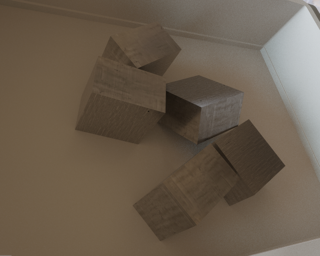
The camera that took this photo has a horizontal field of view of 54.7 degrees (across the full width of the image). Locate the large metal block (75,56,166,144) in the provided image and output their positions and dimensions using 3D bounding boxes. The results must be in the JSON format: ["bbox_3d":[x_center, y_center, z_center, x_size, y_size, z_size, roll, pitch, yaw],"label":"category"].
[{"bbox_3d":[-0.047,-0.028,0.363,0.081,0.080,0.050,15,56,-21],"label":"large metal block"}]

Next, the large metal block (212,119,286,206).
[{"bbox_3d":[0.109,0.046,0.423,0.081,0.050,0.080,-27,77,-37],"label":"large metal block"}]

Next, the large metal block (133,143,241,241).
[{"bbox_3d":[0.028,0.072,0.343,0.081,0.080,0.050,-33,81,-38],"label":"large metal block"}]

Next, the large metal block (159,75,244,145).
[{"bbox_3d":[0.051,-0.028,0.412,0.081,0.050,0.080,-20,36,-36],"label":"large metal block"}]

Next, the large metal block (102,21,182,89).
[{"bbox_3d":[-0.031,-0.085,0.407,0.081,0.080,0.050,-33,80,-38],"label":"large metal block"}]
